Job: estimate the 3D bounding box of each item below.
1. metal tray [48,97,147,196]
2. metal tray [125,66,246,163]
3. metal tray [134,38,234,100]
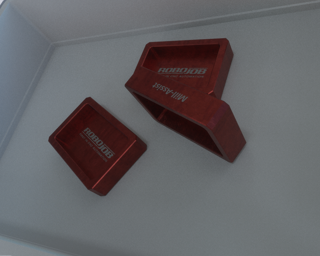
[{"bbox_3d":[-0.091,0.021,0.435,0.090,0.030,0.130,-48,52,-6],"label":"metal tray"},{"bbox_3d":[0.028,-0.017,0.358,0.130,0.090,0.030,30,79,37],"label":"metal tray"},{"bbox_3d":[0.028,-0.079,0.435,0.130,0.030,0.090,6,65,30],"label":"metal tray"}]
